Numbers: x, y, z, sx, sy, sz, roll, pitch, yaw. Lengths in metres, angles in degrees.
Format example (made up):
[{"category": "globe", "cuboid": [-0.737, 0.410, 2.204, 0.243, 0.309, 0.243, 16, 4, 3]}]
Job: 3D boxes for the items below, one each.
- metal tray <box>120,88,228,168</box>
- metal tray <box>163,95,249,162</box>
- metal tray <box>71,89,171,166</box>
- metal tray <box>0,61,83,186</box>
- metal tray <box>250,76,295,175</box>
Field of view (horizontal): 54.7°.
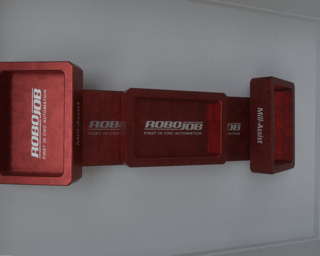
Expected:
[{"category": "metal tray", "cuboid": [0.019, 0.000, 0.381, 0.131, 0.030, 0.089, 1, 89, -20]}, {"category": "metal tray", "cuboid": [0.071, 0.001, 0.433, 0.131, 0.030, 0.089, 0, 90, -20]}, {"category": "metal tray", "cuboid": [-0.052, 0.000, 0.388, 0.131, 0.030, 0.089, 0, 90, -20]}, {"category": "metal tray", "cuboid": [-0.133, -0.005, 0.338, 0.090, 0.030, 0.129, 1, 90, 5]}, {"category": "metal tray", "cuboid": [0.164, -0.004, 0.446, 0.091, 0.030, 0.129, 0, 90, -48]}]
